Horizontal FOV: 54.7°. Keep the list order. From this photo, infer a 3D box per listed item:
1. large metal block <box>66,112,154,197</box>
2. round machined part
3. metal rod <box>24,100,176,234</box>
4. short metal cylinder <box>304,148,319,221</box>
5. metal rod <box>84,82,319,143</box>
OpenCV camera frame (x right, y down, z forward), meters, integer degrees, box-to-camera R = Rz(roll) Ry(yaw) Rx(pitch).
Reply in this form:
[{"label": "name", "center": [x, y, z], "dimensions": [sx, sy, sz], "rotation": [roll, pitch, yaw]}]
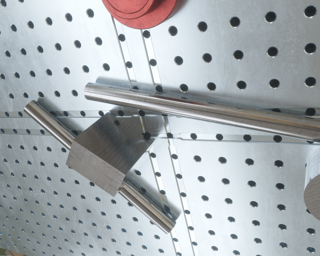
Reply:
[{"label": "large metal block", "center": [-0.069, 0.034, 0.431], "dimensions": [0.080, 0.080, 0.050], "rotation": [33, 129, 6]}, {"label": "round machined part", "center": [-0.026, -0.151, 0.319], "dimensions": [0.098, 0.042, 0.097], "rotation": [13, 124, 20]}, {"label": "metal rod", "center": [-0.095, 0.063, 0.497], "dimensions": [0.300, 0.025, 0.025], "rotation": [41, 129, -1]}, {"label": "short metal cylinder", "center": [0.198, 0.061, 0.329], "dimensions": [0.080, 0.050, 0.079], "rotation": [13, 124, 20]}, {"label": "metal rod", "center": [0.040, -0.023, 0.374], "dimensions": [0.301, 0.025, 0.025], "rotation": [12, 123, 21]}]
